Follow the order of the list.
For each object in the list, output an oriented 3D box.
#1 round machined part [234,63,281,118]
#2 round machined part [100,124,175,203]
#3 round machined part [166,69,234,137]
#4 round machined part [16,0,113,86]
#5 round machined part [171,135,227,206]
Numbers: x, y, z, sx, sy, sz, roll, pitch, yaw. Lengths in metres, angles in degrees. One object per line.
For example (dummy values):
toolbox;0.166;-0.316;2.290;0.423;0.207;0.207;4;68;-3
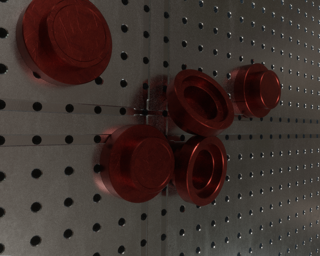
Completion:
round machined part;0.179;-0.067;0.552;0.099;0.042;0.097;0;90;-40
round machined part;-0.020;0.044;0.383;0.099;0.042;0.097;0;90;-40
round machined part;0.050;-0.030;0.424;0.099;0.042;0.098;20;49;-24
round machined part;-0.091;-0.094;0.322;0.099;0.042;0.097;0;90;-40
round machined part;0.051;0.057;0.437;0.099;0.042;0.097;-8;101;-47
